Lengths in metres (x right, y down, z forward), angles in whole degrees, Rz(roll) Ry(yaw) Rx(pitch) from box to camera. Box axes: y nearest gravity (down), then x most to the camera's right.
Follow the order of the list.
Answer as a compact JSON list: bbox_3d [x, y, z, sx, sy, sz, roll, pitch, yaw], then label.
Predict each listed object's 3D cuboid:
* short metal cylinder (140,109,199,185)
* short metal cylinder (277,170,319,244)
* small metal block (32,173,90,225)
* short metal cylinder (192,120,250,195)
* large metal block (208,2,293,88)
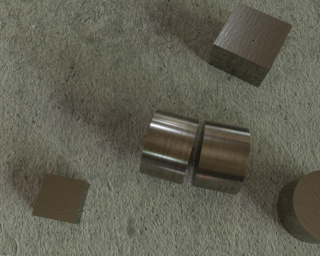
[{"bbox_3d":[0.012,0.022,0.371,0.050,0.080,0.080,15,71,5],"label":"short metal cylinder"},{"bbox_3d":[0.186,0.094,0.362,0.081,0.050,0.080,0,70,0],"label":"short metal cylinder"},{"bbox_3d":[-0.119,0.086,0.376,0.050,0.025,0.050,10,70,3],"label":"small metal block"},{"bbox_3d":[0.070,0.034,0.367,0.050,0.080,0.080,11,71,4],"label":"short metal cylinder"},{"bbox_3d":[0.126,-0.117,0.438,0.080,0.050,0.080,28,72,9],"label":"large metal block"}]
